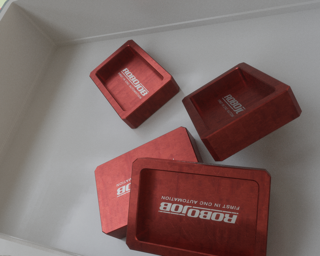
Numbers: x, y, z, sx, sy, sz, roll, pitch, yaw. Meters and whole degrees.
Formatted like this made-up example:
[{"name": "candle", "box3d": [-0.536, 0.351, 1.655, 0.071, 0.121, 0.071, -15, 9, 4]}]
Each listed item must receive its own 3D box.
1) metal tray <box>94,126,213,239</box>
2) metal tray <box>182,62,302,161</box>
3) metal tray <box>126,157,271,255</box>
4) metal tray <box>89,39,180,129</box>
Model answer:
[{"name": "metal tray", "box3d": [-0.011, 0.065, 0.369, 0.130, 0.030, 0.090, -26, 53, 12]}, {"name": "metal tray", "box3d": [0.078, -0.025, 0.336, 0.090, 0.030, 0.130, -31, 21, 8]}, {"name": "metal tray", "box3d": [0.036, 0.079, 0.299, 0.130, 0.030, 0.089, 4, 87, 19]}, {"name": "metal tray", "box3d": [-0.042, -0.070, 0.467, 0.090, 0.030, 0.130, -41, 51, 0]}]
